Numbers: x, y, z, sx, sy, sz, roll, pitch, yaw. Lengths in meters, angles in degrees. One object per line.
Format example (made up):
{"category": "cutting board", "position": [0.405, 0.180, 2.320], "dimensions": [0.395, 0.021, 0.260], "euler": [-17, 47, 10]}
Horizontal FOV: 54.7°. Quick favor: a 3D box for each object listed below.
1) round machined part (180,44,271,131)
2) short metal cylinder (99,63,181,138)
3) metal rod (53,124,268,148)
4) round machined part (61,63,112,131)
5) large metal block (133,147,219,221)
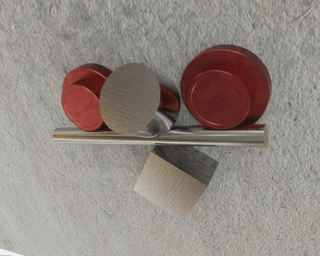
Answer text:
{"category": "round machined part", "position": [0.068, -0.037, 0.339], "dimensions": [0.098, 0.042, 0.097], "euler": [13, 124, 21]}
{"category": "short metal cylinder", "position": [-0.023, -0.030, 0.362], "dimensions": [0.080, 0.050, 0.080], "euler": [-4, 81, 28]}
{"category": "metal rod", "position": [-0.020, 0.010, 0.398], "dimensions": [0.300, 0.025, 0.025], "euler": [-1, 118, 28]}
{"category": "round machined part", "position": [-0.095, -0.035, 0.425], "dimensions": [0.098, 0.042, 0.097], "euler": [13, 124, 21]}
{"category": "large metal block", "position": [0.020, 0.066, 0.419], "dimensions": [0.080, 0.050, 0.079], "euler": [31, 128, 8]}
